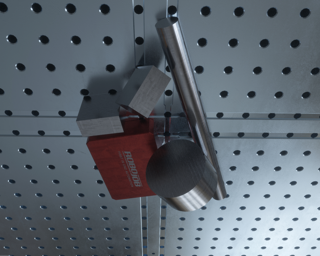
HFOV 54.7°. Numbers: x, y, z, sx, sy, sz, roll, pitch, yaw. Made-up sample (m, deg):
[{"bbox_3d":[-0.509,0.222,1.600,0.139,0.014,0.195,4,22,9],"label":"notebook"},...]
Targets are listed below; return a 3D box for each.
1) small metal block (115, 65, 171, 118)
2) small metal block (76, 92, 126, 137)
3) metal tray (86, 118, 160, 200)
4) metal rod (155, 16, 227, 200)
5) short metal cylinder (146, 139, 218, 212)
[{"bbox_3d":[-0.020,-0.041,0.347,0.025,0.050,0.050,33,84,-25],"label":"small metal block"},{"bbox_3d":[-0.070,-0.018,0.379,0.050,0.050,0.025,-7,130,5],"label":"small metal block"},{"bbox_3d":[-0.042,0.050,0.450,0.090,0.030,0.129,-9,130,6],"label":"metal tray"},{"bbox_3d":[0.052,-0.001,0.411,0.025,0.025,0.299,-14,129,11],"label":"metal rod"},{"bbox_3d":[0.029,0.062,0.403,0.080,0.080,0.050,-20,140,16],"label":"short metal cylinder"}]
